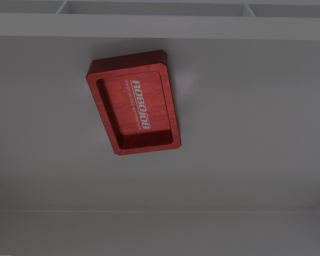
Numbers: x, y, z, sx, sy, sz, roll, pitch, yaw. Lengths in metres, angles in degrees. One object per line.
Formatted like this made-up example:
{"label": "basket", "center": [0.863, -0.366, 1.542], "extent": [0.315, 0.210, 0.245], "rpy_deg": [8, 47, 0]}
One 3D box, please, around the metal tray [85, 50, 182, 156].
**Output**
{"label": "metal tray", "center": [-0.027, -0.025, 0.383], "extent": [0.090, 0.030, 0.129], "rpy_deg": [-8, 130, 6]}
